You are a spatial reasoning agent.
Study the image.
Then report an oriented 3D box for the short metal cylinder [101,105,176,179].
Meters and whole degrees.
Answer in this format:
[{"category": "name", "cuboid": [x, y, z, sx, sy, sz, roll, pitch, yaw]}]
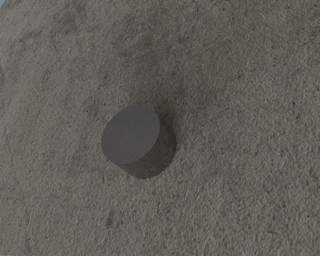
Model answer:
[{"category": "short metal cylinder", "cuboid": [-0.026, 0.018, 0.392, 0.080, 0.050, 0.080, -13, 56, 21]}]
